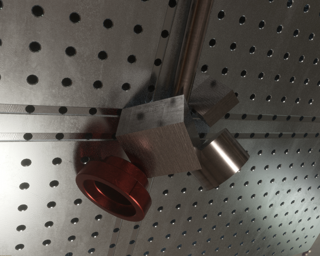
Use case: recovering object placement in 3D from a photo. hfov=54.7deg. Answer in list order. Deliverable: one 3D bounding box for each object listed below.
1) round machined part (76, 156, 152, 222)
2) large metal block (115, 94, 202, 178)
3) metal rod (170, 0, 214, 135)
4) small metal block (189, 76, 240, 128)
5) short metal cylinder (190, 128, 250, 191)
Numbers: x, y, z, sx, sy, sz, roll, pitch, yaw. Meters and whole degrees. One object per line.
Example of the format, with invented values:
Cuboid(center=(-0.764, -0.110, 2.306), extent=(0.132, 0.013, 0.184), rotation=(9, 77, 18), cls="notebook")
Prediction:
Cuboid(center=(-0.054, 0.073, 0.394), extent=(0.042, 0.098, 0.098), rotation=(-58, 140, -35), cls="round machined part")
Cuboid(center=(0.002, 0.013, 0.384), extent=(0.080, 0.050, 0.080), rotation=(-12, 130, 15), cls="large metal block")
Cuboid(center=(0.044, -0.125, 0.359), extent=(0.025, 0.025, 0.298), rotation=(-3, 120, -28), cls="metal rod")
Cuboid(center=(0.067, -0.036, 0.411), extent=(0.050, 0.050, 0.025), rotation=(-41, 130, 0), cls="small metal block")
Cuboid(center=(0.079, 0.044, 0.440), extent=(0.080, 0.080, 0.050), rotation=(-39, 86, -2), cls="short metal cylinder")
